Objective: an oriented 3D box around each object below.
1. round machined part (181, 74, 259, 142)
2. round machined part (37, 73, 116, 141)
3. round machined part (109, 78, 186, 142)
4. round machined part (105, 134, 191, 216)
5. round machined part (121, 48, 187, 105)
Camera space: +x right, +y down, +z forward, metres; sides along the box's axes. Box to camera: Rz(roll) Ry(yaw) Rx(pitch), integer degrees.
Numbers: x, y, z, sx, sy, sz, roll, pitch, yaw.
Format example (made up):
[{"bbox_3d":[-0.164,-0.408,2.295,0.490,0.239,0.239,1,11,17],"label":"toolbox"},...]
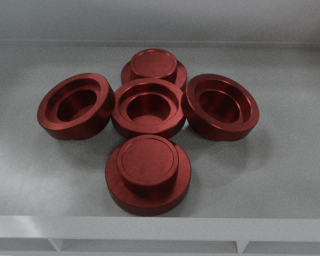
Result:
[{"bbox_3d":[0.073,-0.021,0.399,0.099,0.042,0.098,11,49,-13],"label":"round machined part"},{"bbox_3d":[-0.102,-0.023,0.400,0.098,0.042,0.098,-11,48,13],"label":"round machined part"},{"bbox_3d":[-0.015,-0.018,0.406,0.099,0.042,0.098,0,50,0],"label":"round machined part"},{"bbox_3d":[-0.013,0.046,0.353,0.099,0.042,0.098,0,50,0],"label":"round machined part"},{"bbox_3d":[-0.009,-0.081,0.460,0.099,0.042,0.098,0,50,0],"label":"round machined part"}]
